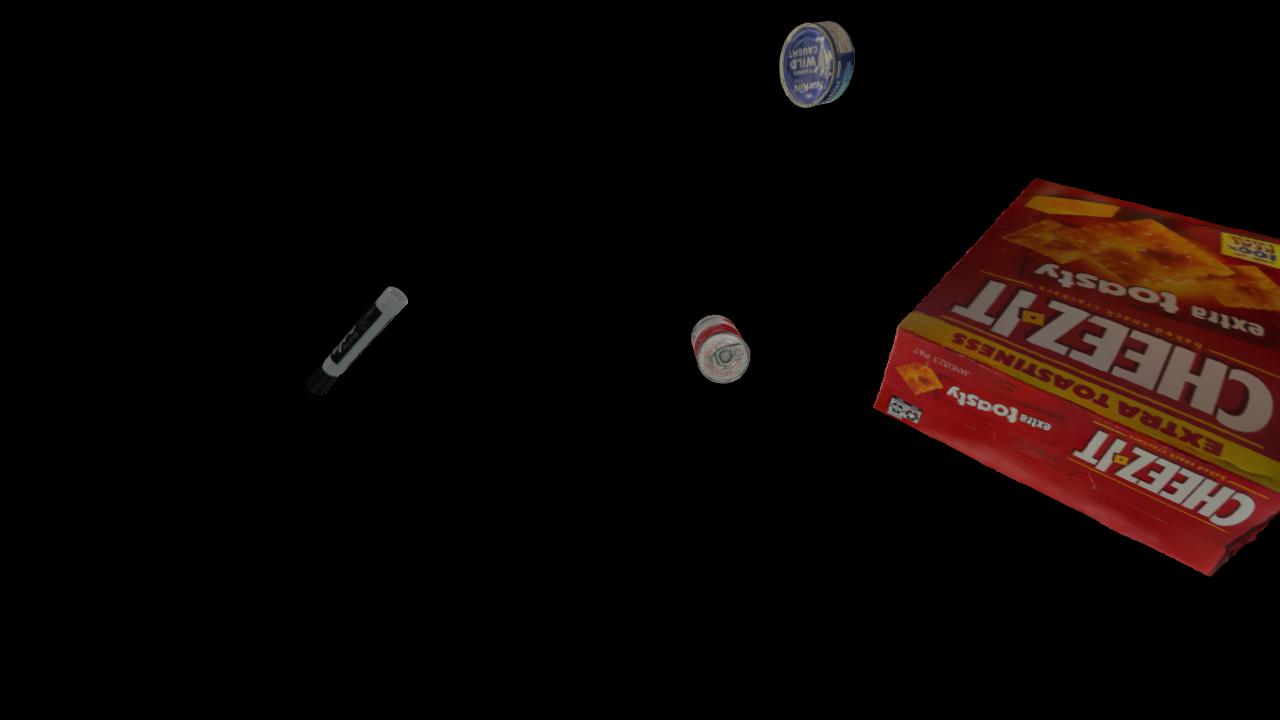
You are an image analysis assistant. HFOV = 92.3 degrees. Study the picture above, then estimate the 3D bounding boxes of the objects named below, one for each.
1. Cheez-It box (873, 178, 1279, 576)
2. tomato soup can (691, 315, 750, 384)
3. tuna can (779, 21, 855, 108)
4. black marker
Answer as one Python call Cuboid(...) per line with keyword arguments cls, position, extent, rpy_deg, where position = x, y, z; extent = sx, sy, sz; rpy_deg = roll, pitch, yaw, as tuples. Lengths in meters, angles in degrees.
Cuboid(cls="Cheez-It box", position=(0.264, -0.016, 0.353), extent=(0.166, 0.071, 0.223), rpy_deg=(30, 52, 32))
Cuboid(cls="tomato soup can", position=(0.104, -0.017, 0.813), extent=(0.068, 0.068, 0.101), rpy_deg=(0, 17, -1))
Cuboid(cls="tuna can", position=(0.193, -0.323, 0.673), extent=(0.034, 0.084, 0.084), rpy_deg=(-20, 8, -24))
Cuboid(cls="black marker", position=(-0.229, -0.012, 0.492), extent=(0.121, 0.020, 0.020), rpy_deg=(-41, -15, 18))
